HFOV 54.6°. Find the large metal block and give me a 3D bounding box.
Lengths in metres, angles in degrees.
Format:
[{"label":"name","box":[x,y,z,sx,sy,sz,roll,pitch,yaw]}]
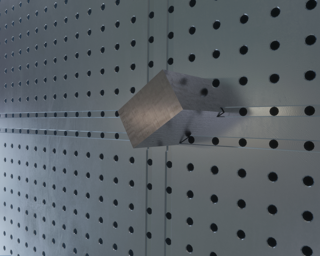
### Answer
[{"label":"large metal block","box":[0.012,-0.019,0.364,0.080,0.081,0.050,-38,67,33]}]
